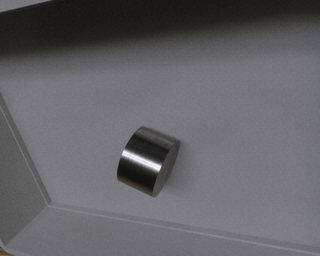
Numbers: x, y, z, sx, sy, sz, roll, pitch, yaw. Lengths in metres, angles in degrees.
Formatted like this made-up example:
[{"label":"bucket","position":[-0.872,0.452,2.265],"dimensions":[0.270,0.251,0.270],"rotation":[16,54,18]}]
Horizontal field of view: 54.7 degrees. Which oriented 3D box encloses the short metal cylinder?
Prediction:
[{"label":"short metal cylinder","position":[-0.014,0.044,0.406],"dimensions":[0.050,0.080,0.079],"rotation":[22,127,14]}]
